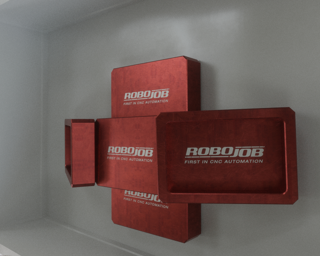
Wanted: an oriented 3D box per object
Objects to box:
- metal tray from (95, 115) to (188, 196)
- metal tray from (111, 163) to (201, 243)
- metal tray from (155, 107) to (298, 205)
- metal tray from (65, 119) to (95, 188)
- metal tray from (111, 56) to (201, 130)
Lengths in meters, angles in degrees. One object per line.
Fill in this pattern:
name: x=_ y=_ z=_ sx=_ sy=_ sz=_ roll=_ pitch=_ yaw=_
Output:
metal tray: x=-0.028 y=0.031 z=0.386 sx=0.130 sy=0.030 sz=0.089 roll=-1 pitch=89 yaw=39
metal tray: x=-0.009 y=0.089 z=0.408 sx=0.130 sy=0.030 sz=0.089 roll=0 pitch=90 yaw=39
metal tray: x=0.063 y=0.027 z=0.308 sx=0.131 sy=0.030 sz=0.089 roll=-2 pitch=89 yaw=10
metal tray: x=-0.122 y=0.031 z=0.463 sx=0.130 sy=0.030 sz=0.089 roll=-176 pitch=86 yaw=-69
metal tray: x=-0.010 y=-0.039 z=0.408 sx=0.130 sy=0.030 sz=0.089 roll=0 pitch=90 yaw=39
